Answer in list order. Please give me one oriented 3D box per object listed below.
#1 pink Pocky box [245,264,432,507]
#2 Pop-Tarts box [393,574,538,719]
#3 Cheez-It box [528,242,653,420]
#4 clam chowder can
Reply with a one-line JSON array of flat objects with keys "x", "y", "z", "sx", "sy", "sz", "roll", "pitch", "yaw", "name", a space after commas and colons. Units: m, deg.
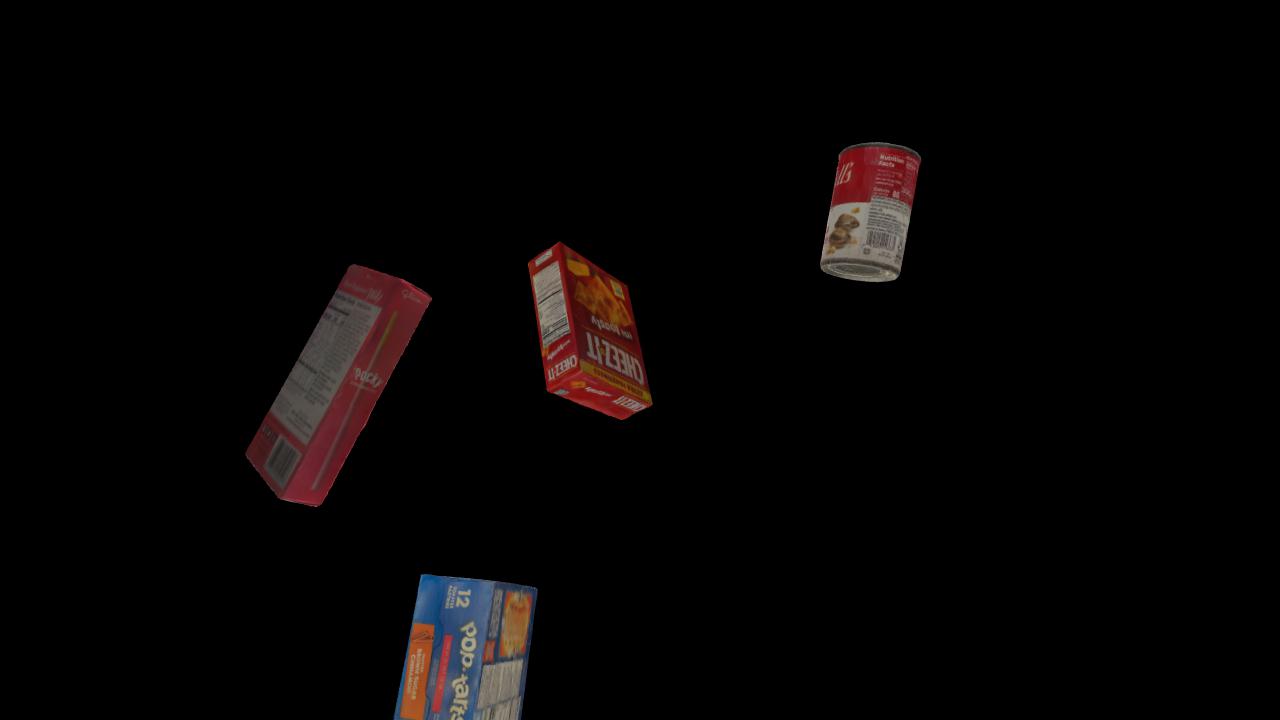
[{"x": -0.205, "y": 0.012, "z": 0.417, "sx": 0.084, "sy": 0.155, "sz": 0.029, "roll": 18, "pitch": -11, "yaw": 42, "name": "pink Pocky box"}, {"x": -0.175, "y": 0.315, "z": 0.634, "sx": 0.083, "sy": 0.167, "sz": 0.141, "roll": 0, "pitch": -22, "yaw": 9, "name": "Pop-Tarts box"}, {"x": -0.071, "y": -0.039, "z": 0.889, "sx": 0.071, "sy": 0.223, "sz": 0.166, "roll": -29, "pitch": -33, "yaw": 26, "name": "Cheez-It box"}, {"x": 0.197, "y": -0.124, "z": 0.528, "sx": 0.068, "sy": 0.102, "sz": 0.068, "roll": 10, "pitch": -1, "yaw": 0, "name": "clam chowder can"}]
